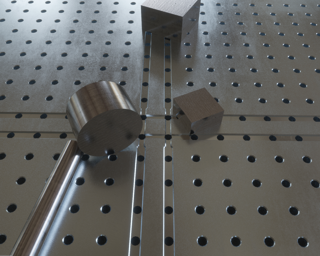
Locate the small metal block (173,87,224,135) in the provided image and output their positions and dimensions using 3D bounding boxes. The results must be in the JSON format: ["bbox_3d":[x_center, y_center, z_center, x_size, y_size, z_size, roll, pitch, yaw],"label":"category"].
[{"bbox_3d":[0.052,-0.024,0.429,0.050,0.025,0.050,-21,53,-17],"label":"small metal block"}]

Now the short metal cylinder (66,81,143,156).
[{"bbox_3d":[-0.068,-0.010,0.380,0.081,0.080,0.050,-20,53,-16],"label":"short metal cylinder"}]

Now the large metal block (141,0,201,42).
[{"bbox_3d":[0.021,-0.211,0.569,0.080,0.050,0.080,22,53,17],"label":"large metal block"}]

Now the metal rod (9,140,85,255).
[{"bbox_3d":[-0.135,0.135,0.291,0.025,0.025,0.300,9,50,7],"label":"metal rod"}]
